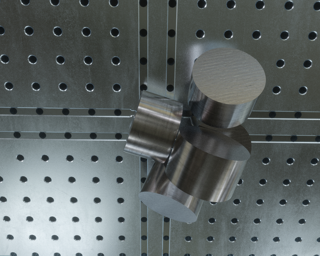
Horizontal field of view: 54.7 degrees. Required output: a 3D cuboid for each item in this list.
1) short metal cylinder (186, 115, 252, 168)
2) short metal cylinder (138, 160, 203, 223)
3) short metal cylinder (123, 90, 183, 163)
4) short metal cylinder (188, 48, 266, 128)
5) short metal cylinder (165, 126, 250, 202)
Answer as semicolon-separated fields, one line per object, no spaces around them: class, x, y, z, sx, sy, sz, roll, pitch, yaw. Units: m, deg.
short metal cylinder;0.073;0.018;0.406;0.081;0.050;0.079;0;109;0
short metal cylinder;0.019;0.083;0.408;0.080;0.050;0.080;19;149;12
short metal cylinder;-0.009;-0.002;0.383;0.050;0.080;0.079;18;109;-7
short metal cylinder;0.075;-0.046;0.360;0.081;0.080;0.050;2;150;-1
short metal cylinder;0.052;0.037;0.344;0.080;0.080;0.050;16;109;-6
